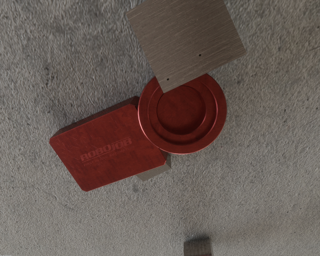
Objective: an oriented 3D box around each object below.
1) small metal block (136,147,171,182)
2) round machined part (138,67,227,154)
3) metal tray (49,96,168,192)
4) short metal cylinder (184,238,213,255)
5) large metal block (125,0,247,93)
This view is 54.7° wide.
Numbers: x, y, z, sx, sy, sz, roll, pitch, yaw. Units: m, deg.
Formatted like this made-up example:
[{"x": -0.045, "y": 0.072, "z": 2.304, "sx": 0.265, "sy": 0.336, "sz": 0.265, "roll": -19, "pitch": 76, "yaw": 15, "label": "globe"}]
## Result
[{"x": -0.019, "y": 0.045, "z": 0.446, "sx": 0.050, "sy": 0.025, "sz": 0.050, "roll": -29, "pitch": 125, "yaw": 22, "label": "small metal block"}, {"x": 0.024, "y": -0.022, "z": 0.360, "sx": 0.099, "sy": 0.042, "sz": 0.097, "roll": -1, "pitch": 101, "yaw": -4, "label": "round machined part"}, {"x": -0.066, "y": 0.024, "z": 0.405, "sx": 0.130, "sy": 0.030, "sz": 0.090, "roll": -22, "pitch": 110, "yaw": 18, "label": "metal tray"}, {"x": 0.077, "y": 0.255, "z": 0.590, "sx": 0.050, "sy": 0.080, "sz": 0.080, "roll": -10, "pitch": 130, "yaw": 8, "label": "short metal cylinder"}, {"x": 0.027, "y": -0.088, "z": 0.293, "sx": 0.080, "sy": 0.050, "sz": 0.080, "roll": -24, "pitch": 96, "yaw": 17, "label": "large metal block"}]
